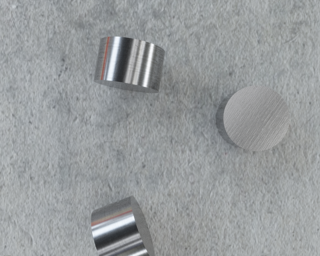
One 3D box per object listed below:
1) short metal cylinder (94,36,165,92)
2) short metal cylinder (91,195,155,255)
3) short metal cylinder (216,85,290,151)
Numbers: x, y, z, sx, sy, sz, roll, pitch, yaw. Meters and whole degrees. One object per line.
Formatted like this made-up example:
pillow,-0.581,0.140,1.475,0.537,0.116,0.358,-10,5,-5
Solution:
short metal cylinder,-0.037,-0.075,0.382,0.080,0.080,0.050,9,90,-1
short metal cylinder,-0.045,0.130,0.382,0.050,0.080,0.080,-22,90,0
short metal cylinder,0.117,-0.012,0.399,0.081,0.050,0.079,0,90,-1
